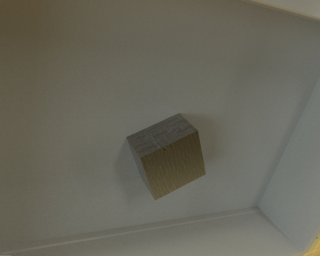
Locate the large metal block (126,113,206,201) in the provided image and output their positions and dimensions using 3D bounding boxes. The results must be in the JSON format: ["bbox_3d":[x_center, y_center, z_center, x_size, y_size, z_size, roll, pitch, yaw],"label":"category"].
[{"bbox_3d":[0.010,0.038,0.421,0.080,0.050,0.080,-25,128,-13],"label":"large metal block"}]
